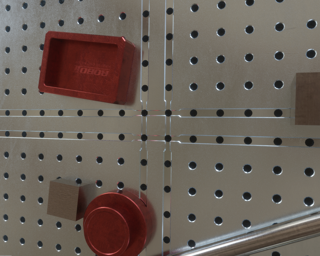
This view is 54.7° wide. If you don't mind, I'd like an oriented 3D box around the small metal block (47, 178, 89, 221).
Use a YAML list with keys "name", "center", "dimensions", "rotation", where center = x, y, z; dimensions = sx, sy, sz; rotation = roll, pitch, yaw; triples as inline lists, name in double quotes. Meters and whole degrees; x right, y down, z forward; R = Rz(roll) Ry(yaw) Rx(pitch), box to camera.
- name: "small metal block"
  center: [-0.136, 0.105, 0.459]
  dimensions: [0.050, 0.025, 0.050]
  rotation: [7, 92, 19]

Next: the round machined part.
- name: "round machined part"
  center: [-0.064, 0.138, 0.425]
  dimensions: [0.098, 0.042, 0.097]
  rotation: [0, 90, 19]

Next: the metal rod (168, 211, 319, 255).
- name: "metal rod"
  center: [0.102, 0.142, 0.376]
  dimensions: [0.300, 0.025, 0.025]
  rotation: [-24, 82, 18]

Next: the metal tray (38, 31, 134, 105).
- name: "metal tray"
  center: [-0.108, -0.087, 0.446]
  dimensions: [0.130, 0.030, 0.089]
  rotation: [10, 93, 19]

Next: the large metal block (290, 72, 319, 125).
- name: "large metal block"
  center: [0.181, -0.027, 0.320]
  dimensions: [0.080, 0.080, 0.050]
  rotation: [2, 91, 19]
